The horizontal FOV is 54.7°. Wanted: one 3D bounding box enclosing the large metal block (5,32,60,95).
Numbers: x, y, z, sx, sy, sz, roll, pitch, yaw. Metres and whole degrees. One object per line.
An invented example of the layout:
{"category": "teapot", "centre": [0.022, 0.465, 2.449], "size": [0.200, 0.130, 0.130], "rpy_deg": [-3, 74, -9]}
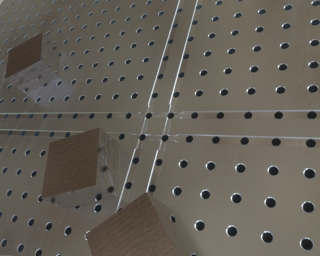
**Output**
{"category": "large metal block", "centre": [-0.241, -0.123, 0.591], "size": [0.080, 0.050, 0.080], "rpy_deg": [-23, 53, 14]}

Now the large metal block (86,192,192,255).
{"category": "large metal block", "centre": [-0.020, 0.129, 0.323], "size": [0.080, 0.050, 0.080], "rpy_deg": [-36, 51, 4]}

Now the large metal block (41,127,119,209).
{"category": "large metal block", "centre": [-0.102, 0.055, 0.411], "size": [0.080, 0.050, 0.080], "rpy_deg": [-16, 55, 18]}
